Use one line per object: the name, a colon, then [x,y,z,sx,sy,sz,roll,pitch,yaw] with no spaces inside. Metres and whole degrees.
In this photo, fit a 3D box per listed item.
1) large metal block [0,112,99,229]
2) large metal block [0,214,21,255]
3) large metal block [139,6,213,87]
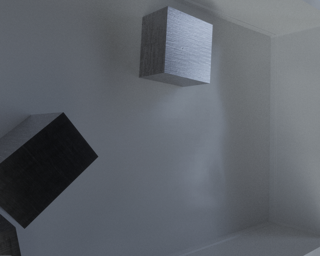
large metal block: [-0.116,0.031,0.273,0.080,0.080,0.050,-47,118,-30]
large metal block: [-0.146,0.117,0.248,0.050,0.080,0.079,-13,99,-39]
large metal block: [0.022,-0.102,0.408,0.081,0.050,0.080,5,87,-40]
